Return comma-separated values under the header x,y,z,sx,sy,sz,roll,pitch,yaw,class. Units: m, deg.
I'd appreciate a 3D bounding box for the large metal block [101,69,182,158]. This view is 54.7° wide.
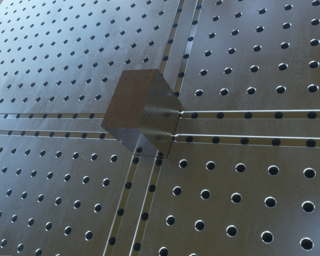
x,y,z,sx,sy,sz,roll,pitch,yaw,class
-0.019,-0.017,0.391,0.050,0.080,0.080,4,64,29,large metal block
